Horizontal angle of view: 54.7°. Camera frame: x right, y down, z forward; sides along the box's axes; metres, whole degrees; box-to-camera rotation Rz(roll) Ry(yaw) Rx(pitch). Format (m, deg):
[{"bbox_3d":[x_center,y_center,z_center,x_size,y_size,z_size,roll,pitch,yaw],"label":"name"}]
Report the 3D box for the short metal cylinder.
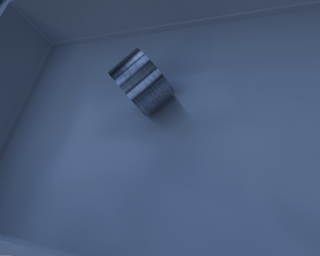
[{"bbox_3d":[-0.025,-0.061,0.419,0.050,0.080,0.080,-41,51,0],"label":"short metal cylinder"}]
